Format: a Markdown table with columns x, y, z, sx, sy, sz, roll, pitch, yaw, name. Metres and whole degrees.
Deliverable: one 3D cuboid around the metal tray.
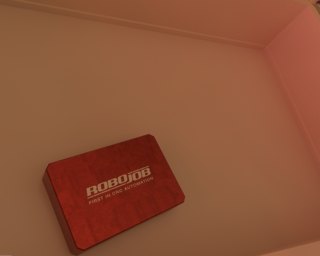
| x | y | z | sx | sy | sz | roll | pitch | yaw | name |
| --- | --- | --- | --- | --- | --- | --- | --- | --- | --- |
| -0.047 | 0.066 | 0.337 | 0.131 | 0.030 | 0.090 | -16 | 70 | -34 | metal tray |
